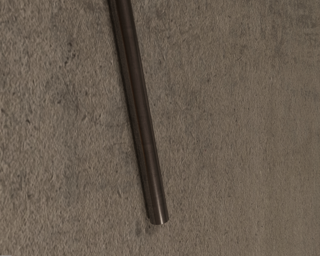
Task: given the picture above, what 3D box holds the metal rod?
[{"bbox_3d":[-0.025,-0.024,0.385,0.025,0.025,0.298,-17,101,-39],"label":"metal rod"}]
